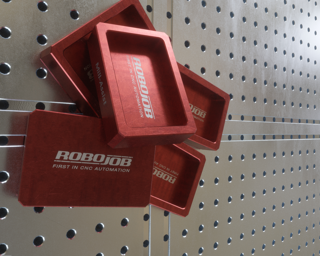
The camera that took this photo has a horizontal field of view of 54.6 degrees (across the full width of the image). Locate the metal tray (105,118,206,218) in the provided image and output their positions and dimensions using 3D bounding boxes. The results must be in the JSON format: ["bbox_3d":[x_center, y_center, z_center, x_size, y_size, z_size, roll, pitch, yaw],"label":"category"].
[{"bbox_3d":[-0.003,0.053,0.401,0.130,0.030,0.090,32,71,-35],"label":"metal tray"}]

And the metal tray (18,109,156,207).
[{"bbox_3d":[-0.072,0.034,0.323,0.131,0.030,0.090,8,86,-26],"label":"metal tray"}]

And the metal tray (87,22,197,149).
[{"bbox_3d":[-0.020,-0.046,0.332,0.091,0.030,0.130,-2,67,-33],"label":"metal tray"}]

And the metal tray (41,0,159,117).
[{"bbox_3d":[-0.055,-0.083,0.357,0.131,0.030,0.090,-47,117,-29],"label":"metal tray"}]

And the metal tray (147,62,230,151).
[{"bbox_3d":[0.041,-0.028,0.437,0.131,0.030,0.090,23,76,-38],"label":"metal tray"}]
